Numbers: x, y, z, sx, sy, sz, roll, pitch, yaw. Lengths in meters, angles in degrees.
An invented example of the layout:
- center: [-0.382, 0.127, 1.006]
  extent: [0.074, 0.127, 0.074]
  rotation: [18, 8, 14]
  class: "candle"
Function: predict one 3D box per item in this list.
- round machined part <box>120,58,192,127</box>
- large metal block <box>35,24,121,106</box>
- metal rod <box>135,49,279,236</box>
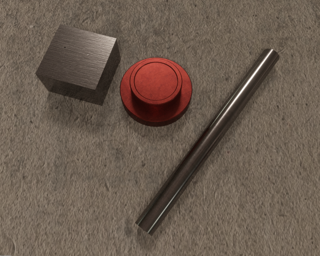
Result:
- center: [-0.005, -0.054, 0.419]
  extent: [0.099, 0.042, 0.098]
  rotation: [0, 70, -1]
  class: "round machined part"
- center: [-0.108, -0.086, 0.425]
  extent: [0.080, 0.050, 0.080]
  rotation: [16, 71, 5]
  class: "large metal block"
- center: [0.071, 0.007, 0.406]
  extent: [0.025, 0.025, 0.300]
  rotation: [35, 73, 11]
  class: "metal rod"
